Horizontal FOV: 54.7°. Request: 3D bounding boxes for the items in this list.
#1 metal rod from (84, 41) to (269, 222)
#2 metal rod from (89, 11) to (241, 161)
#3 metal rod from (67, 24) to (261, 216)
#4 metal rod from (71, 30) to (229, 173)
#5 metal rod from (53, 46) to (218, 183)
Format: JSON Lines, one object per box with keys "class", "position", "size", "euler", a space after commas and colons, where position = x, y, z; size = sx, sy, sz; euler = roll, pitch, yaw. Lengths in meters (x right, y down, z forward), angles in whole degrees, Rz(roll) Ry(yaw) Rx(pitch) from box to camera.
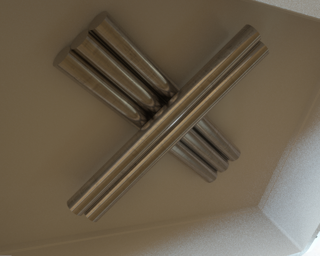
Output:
{"class": "metal rod", "position": [0.018, 0.005, 0.387], "size": [0.300, 0.025, 0.025], "euler": [-45, 129, 3]}
{"class": "metal rod", "position": [0.028, -0.032, 0.402], "size": [0.025, 0.025, 0.301], "euler": [-47, 129, 4]}
{"class": "metal rod", "position": [0.003, -0.007, 0.371], "size": [0.300, 0.025, 0.025], "euler": [-45, 129, 3]}
{"class": "metal rod", "position": [0.010, -0.014, 0.403], "size": [0.025, 0.025, 0.301], "euler": [-47, 129, 4]}
{"class": "metal rod", "position": [-0.008, 0.003, 0.403], "size": [0.025, 0.025, 0.301], "euler": [-47, 129, 4]}
